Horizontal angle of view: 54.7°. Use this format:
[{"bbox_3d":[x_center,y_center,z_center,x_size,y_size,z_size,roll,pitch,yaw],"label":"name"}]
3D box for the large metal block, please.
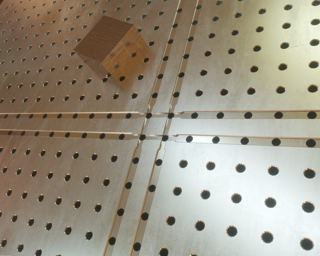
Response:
[{"bbox_3d":[-0.082,-0.133,0.514,0.080,0.050,0.080,30,78,37],"label":"large metal block"}]
